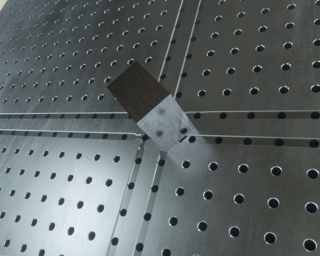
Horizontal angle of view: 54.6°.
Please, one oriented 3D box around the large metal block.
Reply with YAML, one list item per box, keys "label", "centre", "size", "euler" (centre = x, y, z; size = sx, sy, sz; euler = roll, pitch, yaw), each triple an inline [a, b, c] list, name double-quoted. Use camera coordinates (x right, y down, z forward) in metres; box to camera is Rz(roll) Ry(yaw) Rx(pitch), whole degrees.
- label: "large metal block"
  centre: [-0.011, -0.026, 0.395]
  size: [0.050, 0.080, 0.080]
  euler: [-42, 51, 0]
